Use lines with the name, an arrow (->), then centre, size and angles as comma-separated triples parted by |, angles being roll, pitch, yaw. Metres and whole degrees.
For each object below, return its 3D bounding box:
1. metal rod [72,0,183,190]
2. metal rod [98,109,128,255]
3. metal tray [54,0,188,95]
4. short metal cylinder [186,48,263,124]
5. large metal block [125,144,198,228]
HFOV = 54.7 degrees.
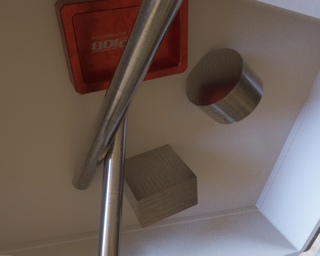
metal rod -> -0.043, -0.019, 0.294 | 0.025, 0.025, 0.298 | 0, 144, -29
metal rod -> -0.059, 0.127, 0.362 | 0.025, 0.025, 0.298 | 5, 85, -31
metal tray -> -0.034, -0.094, 0.329 | 0.131, 0.030, 0.089 | -16, 125, -20
short metal cylinder -> 0.080, -0.051, 0.387 | 0.050, 0.080, 0.080 | 33, 100, -39
large metal block -> -0.005, 0.074, 0.418 | 0.081, 0.080, 0.050 | -19, 126, -18
